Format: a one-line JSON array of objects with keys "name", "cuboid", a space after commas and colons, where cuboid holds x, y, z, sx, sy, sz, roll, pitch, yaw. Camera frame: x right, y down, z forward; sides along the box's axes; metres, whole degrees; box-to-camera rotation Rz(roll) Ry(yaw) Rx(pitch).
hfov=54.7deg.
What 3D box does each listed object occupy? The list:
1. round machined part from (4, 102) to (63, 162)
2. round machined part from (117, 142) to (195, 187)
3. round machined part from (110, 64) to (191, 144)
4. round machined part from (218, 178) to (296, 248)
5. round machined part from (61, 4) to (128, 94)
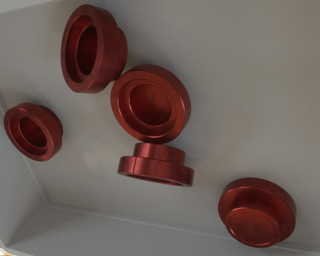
[{"name": "round machined part", "cuboid": [-0.198, 0.003, 0.501, 0.098, 0.042, 0.097, 13, 124, 20]}, {"name": "round machined part", "cuboid": [-0.003, 0.047, 0.405, 0.099, 0.042, 0.098, 10, 166, 3]}, {"name": "round machined part", "cuboid": [-0.008, -0.032, 0.381, 0.098, 0.042, 0.097, 13, 124, 20]}, {"name": "round machined part", "cuboid": [0.124, 0.117, 0.404, 0.098, 0.042, 0.097, 13, 124, 20]}, {"name": "round machined part", "cuboid": [-0.074, -0.089, 0.361, 0.098, 0.042, 0.097, 1, 91, 47]}]
